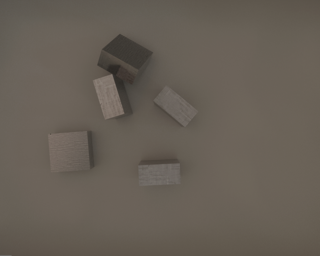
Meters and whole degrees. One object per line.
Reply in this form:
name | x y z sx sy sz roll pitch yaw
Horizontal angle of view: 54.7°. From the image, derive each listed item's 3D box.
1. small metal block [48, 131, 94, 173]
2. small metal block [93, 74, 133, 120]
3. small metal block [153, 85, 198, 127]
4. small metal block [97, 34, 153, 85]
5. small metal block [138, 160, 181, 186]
small metal block | -0.117 0.030 0.410 0.050 0.025 0.050 -5 90 0
small metal block | -0.059 -0.038 0.397 0.025 0.050 0.050 -17 90 7
small metal block | 0.019 -0.027 0.399 0.050 0.050 0.025 40 90 0
small metal block | -0.044 -0.089 0.397 0.050 0.050 0.025 29 133 0
small metal block | -0.001 0.056 0.399 0.050 0.050 0.025 -3 90 0
